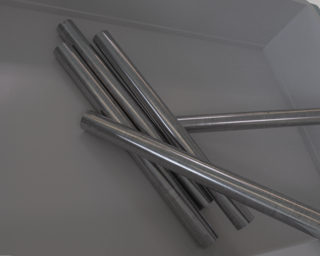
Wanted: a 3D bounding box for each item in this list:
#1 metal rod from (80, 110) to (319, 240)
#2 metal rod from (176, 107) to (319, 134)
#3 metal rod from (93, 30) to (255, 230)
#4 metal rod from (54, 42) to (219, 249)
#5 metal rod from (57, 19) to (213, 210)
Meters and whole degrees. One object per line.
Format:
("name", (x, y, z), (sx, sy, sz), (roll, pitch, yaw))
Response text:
("metal rod", (0.045, 0.046, 0.320), (0.301, 0.025, 0.025), (23, 48, 18))
("metal rod", (0.154, -0.012, 0.424), (0.302, 0.025, 0.025), (-4, 61, -5))
("metal rod", (0.009, -0.007, 0.386), (0.025, 0.025, 0.300), (-28, 74, -37))
("metal rod", (-0.034, 0.015, 0.378), (0.025, 0.025, 0.300), (-32, 80, -38))
("metal rod", (-0.036, -0.022, 0.399), (0.025, 0.025, 0.300), (-33, 80, -38))
